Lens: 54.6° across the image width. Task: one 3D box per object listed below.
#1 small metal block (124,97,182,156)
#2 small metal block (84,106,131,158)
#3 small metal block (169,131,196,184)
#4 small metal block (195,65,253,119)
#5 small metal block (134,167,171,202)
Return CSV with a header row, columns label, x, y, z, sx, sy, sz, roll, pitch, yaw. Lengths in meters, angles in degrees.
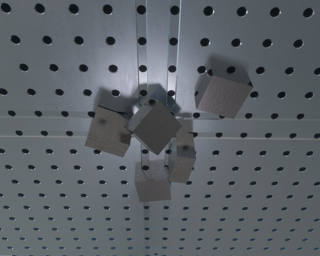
label,x,y,z,sx,sy,sz,roll,pitch,yaw
small metal block,-0.008,-0.002,0.393,0.050,0.025,0.050,-50,122,-11
small metal block,-0.064,0.005,0.398,0.050,0.050,0.025,19,130,-16
small metal block,0.029,0.040,0.430,0.025,0.050,0.050,8,130,-7
small metal block,0.076,-0.043,0.376,0.050,0.025,0.050,14,129,-12
small metal block,-0.010,0.089,0.487,0.050,0.025,0.050,-6,130,5
